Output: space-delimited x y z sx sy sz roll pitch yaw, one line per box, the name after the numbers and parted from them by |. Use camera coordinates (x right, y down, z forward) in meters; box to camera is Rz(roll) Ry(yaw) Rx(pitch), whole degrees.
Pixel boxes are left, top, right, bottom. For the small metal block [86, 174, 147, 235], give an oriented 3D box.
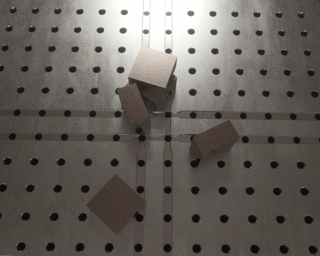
-0.052 0.093 0.377 0.050 0.025 0.050 40 74 13 | small metal block

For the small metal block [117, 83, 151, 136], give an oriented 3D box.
-0.033 -0.023 0.406 0.025 0.050 0.050 -21 72 -7 | small metal block

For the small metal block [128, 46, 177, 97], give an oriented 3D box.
-0.009 -0.076 0.413 0.050 0.025 0.050 18 70 6 | small metal block

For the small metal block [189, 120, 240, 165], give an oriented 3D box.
0.067 0.019 0.392 0.050 0.050 0.025 -25 72 -9 | small metal block

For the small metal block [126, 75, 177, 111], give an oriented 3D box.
-0.011 -0.060 0.434 0.050 0.025 0.050 33 73 11 | small metal block
